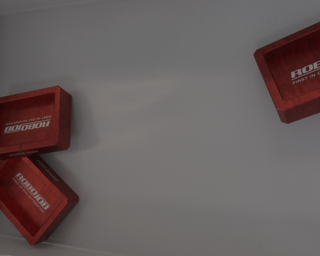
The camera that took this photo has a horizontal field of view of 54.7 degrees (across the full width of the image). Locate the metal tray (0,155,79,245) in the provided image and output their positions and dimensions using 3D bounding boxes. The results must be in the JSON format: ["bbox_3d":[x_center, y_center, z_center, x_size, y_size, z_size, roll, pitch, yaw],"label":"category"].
[{"bbox_3d":[-0.199,0.098,0.472,0.130,0.030,0.090,41,96,15],"label":"metal tray"}]

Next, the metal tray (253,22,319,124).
[{"bbox_3d":[0.176,-0.068,0.323,0.130,0.030,0.090,-22,54,19],"label":"metal tray"}]

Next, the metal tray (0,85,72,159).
[{"bbox_3d":[-0.197,-0.006,0.456,0.130,0.030,0.090,-9,70,13],"label":"metal tray"}]
